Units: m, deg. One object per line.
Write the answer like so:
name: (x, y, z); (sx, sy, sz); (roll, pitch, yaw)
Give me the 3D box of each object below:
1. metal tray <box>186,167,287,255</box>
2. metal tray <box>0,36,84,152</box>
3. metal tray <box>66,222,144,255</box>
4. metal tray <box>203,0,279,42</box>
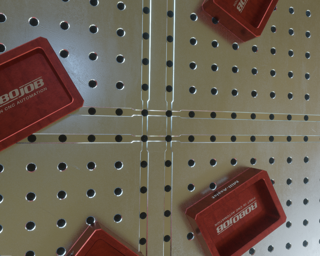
metal tray: (0.113, 0.128, 0.451); (0.131, 0.030, 0.090); (-28, 100, -18)
metal tray: (-0.165, -0.033, 0.348); (0.131, 0.030, 0.090); (-32, 101, -17)
metal tray: (-0.085, 0.195, 0.378); (0.090, 0.030, 0.130); (42, 77, -15)
metal tray: (0.132, -0.207, 0.457); (0.090, 0.030, 0.130); (32, 80, -17)
